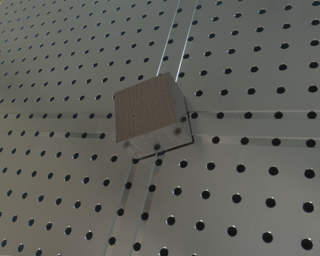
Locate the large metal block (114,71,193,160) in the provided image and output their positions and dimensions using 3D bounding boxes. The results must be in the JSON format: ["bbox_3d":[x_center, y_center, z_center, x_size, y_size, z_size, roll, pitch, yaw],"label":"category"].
[{"bbox_3d":[-0.010,-0.015,0.402,0.080,0.050,0.080,-19,55,17],"label":"large metal block"}]
